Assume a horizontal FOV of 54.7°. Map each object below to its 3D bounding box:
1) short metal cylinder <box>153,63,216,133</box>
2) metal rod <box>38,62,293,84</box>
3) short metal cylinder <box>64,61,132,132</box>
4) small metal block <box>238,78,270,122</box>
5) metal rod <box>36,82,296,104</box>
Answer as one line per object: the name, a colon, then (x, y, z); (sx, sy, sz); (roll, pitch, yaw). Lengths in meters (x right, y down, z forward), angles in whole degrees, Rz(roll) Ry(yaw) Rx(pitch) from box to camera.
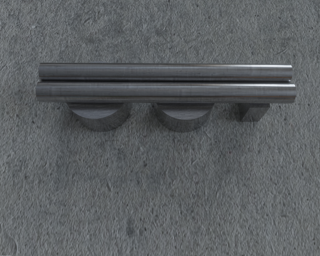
short metal cylinder: (0.031, -0.039, 0.411); (0.081, 0.050, 0.080); (0, 70, 0)
metal rod: (0.007, -0.067, 0.380); (0.302, 0.025, 0.025); (0, 70, 0)
short metal cylinder: (-0.079, -0.040, 0.409); (0.081, 0.050, 0.080); (0, 70, 0)
small metal block: (0.122, -0.040, 0.413); (0.025, 0.050, 0.050); (-1, 70, -1)
metal rod: (0.007, -0.042, 0.371); (0.302, 0.025, 0.025); (0, 70, 0)
